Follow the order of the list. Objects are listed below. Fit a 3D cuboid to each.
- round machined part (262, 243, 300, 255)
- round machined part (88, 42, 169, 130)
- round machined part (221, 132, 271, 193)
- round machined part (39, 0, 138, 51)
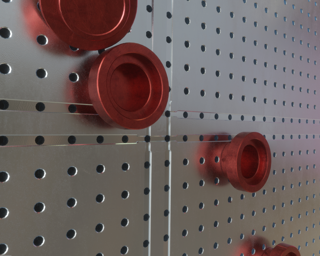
[{"bbox_3d":[0.224,0.266,0.584,0.099,0.042,0.097,0,90,-40],"label":"round machined part"},{"bbox_3d":[-0.040,-0.047,0.364,0.099,0.042,0.097,0,90,-40],"label":"round machined part"},{"bbox_3d":[0.139,0.055,0.513,0.099,0.042,0.097,0,90,-40],"label":"round machined part"},{"bbox_3d":[-0.069,-0.126,0.312,0.099,0.042,0.097,-12,121,-20],"label":"round machined part"}]
